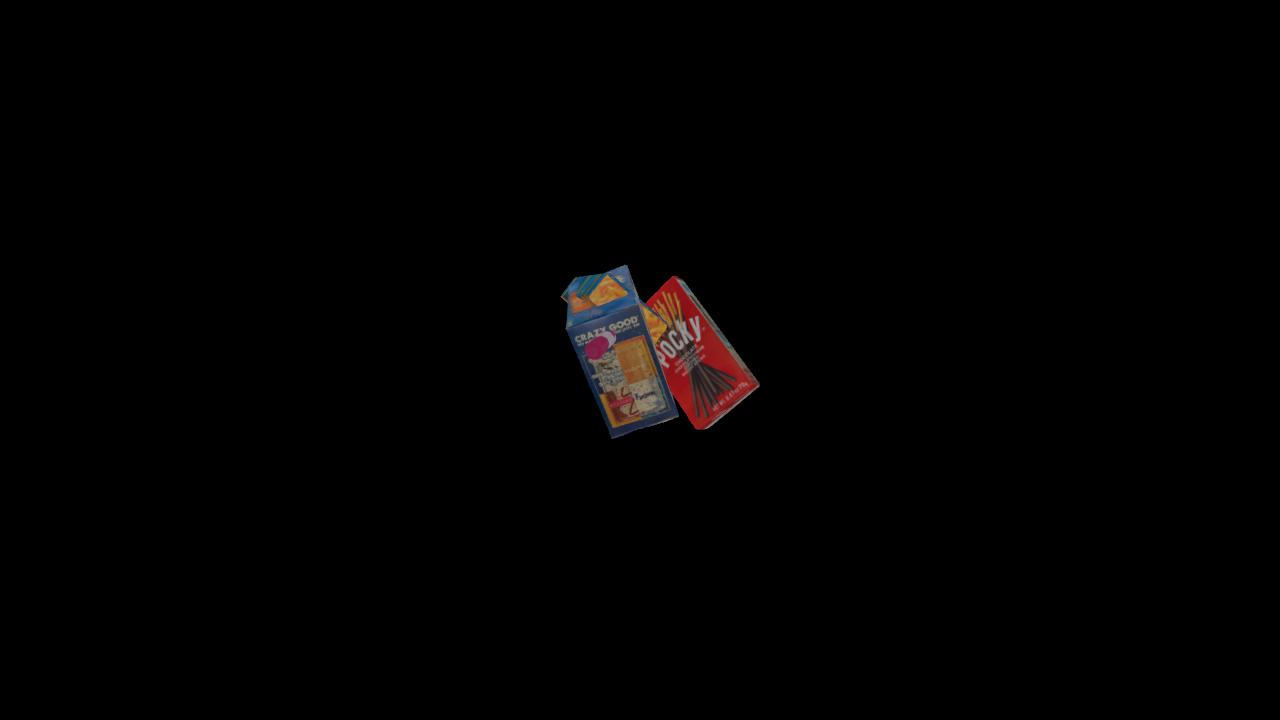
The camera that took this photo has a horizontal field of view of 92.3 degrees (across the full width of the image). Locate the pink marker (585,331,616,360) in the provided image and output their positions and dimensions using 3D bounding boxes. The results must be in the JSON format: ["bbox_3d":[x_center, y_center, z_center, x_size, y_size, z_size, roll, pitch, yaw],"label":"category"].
[{"bbox_3d":[-0.028,-0.028,0.640,0.020,0.020,0.121,0,21,18],"label":"pink marker"}]

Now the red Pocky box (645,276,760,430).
[{"bbox_3d":[0.053,-0.008,0.669,0.083,0.155,0.028,-44,-25,24],"label":"red Pocky box"}]

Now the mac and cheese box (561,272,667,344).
[{"bbox_3d":[-0.037,-0.061,0.744,0.093,0.041,0.184,40,-6,-16],"label":"mac and cheese box"}]

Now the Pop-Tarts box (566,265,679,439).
[{"bbox_3d":[-0.024,-0.016,0.719,0.083,0.141,0.167,-19,23,2],"label":"Pop-Tarts box"}]
